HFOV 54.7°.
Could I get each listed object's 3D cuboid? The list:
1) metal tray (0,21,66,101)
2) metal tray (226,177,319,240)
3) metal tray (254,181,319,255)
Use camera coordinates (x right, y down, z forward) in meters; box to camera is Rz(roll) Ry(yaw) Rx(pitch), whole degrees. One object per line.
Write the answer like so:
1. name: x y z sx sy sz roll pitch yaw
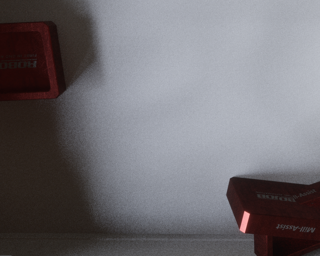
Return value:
1. metal tray: -0.189 -0.080 0.376 0.131 0.030 0.089 -3 110 0
2. metal tray: 0.165 0.107 0.418 0.131 0.090 0.030 7 109 -3
3. metal tray: 0.196 0.132 0.434 0.131 0.030 0.089 -14 112 -15
